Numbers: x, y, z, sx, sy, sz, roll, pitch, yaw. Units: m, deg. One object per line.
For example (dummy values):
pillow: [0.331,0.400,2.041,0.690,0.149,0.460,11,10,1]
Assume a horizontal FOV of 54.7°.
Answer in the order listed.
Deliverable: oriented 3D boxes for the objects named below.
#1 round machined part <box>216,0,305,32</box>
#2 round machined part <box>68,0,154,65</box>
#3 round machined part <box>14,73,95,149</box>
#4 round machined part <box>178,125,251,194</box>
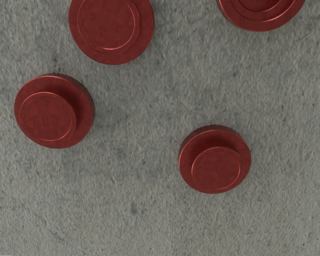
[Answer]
round machined part: [0.109,-0.159,0.344,0.099,0.042,0.097,0,110,-1]
round machined part: [-0.056,-0.121,0.355,0.099,0.042,0.097,0,110,-1]
round machined part: [-0.136,-0.018,0.392,0.099,0.042,0.097,0,110,-1]
round machined part: [0.075,0.048,0.420,0.099,0.042,0.097,0,110,-1]
